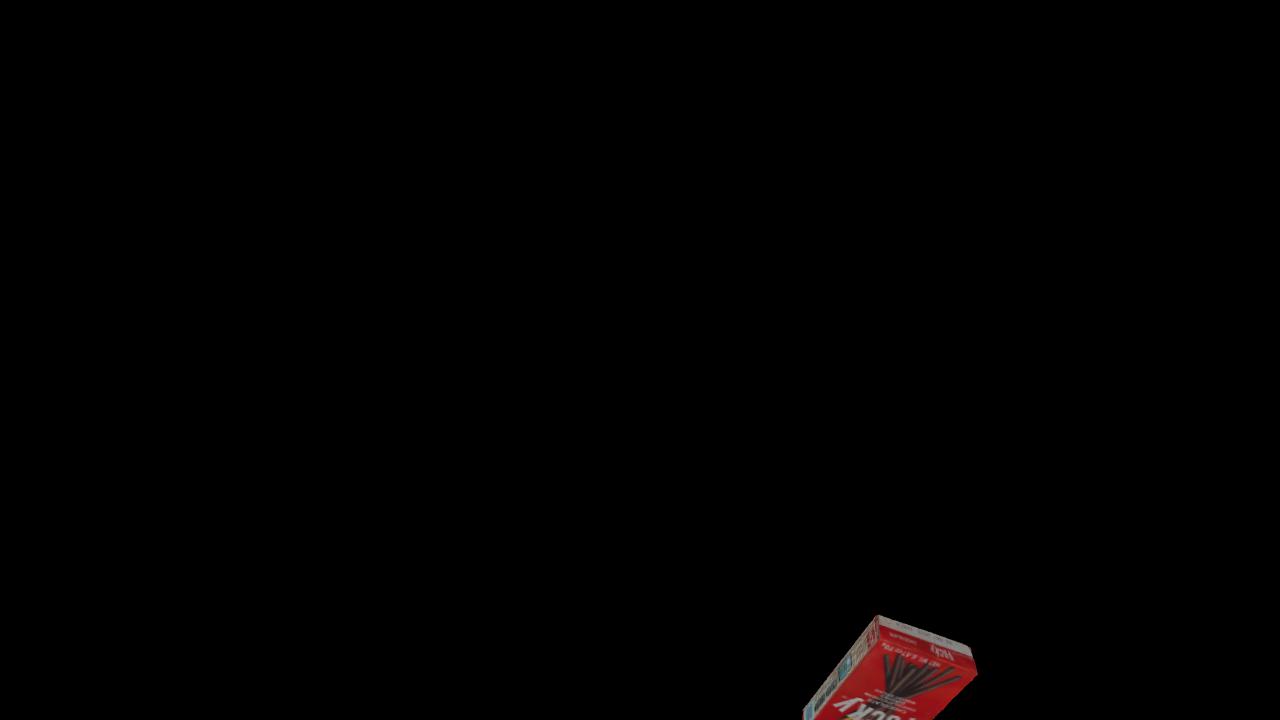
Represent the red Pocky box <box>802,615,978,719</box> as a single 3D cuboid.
[{"bbox_3d":[0.206,0.285,0.524,0.083,0.155,0.028,18,31,1],"label":"red Pocky box"}]
